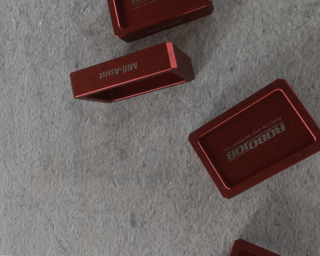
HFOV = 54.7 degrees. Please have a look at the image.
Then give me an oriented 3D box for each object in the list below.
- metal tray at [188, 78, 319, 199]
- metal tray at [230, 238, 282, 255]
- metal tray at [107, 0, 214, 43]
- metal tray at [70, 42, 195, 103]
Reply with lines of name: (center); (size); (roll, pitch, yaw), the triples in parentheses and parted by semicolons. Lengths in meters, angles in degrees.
metal tray: (0.111, 0.014, 0.366); (0.130, 0.030, 0.090); (-33, 80, 16)
metal tray: (0.107, 0.202, 0.341); (0.090, 0.030, 0.130); (18, 72, 19)
metal tray: (-0.004, -0.176, 0.406); (0.130, 0.030, 0.090); (-14, 86, 19)
metal tray: (-0.031, -0.063, 0.384); (0.130, 0.090, 0.030); (-13, 86, 19)
